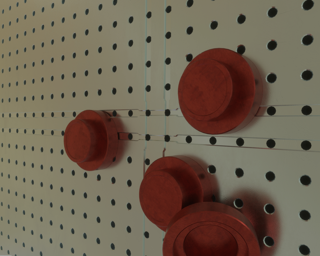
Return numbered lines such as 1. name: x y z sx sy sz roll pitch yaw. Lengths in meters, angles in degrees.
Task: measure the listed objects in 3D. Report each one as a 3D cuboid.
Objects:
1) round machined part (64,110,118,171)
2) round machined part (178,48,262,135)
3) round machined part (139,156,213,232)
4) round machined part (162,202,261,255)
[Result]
1. round machined part: -0.115 0.020 0.491 0.098 0.042 0.097 0 90 39
2. round machined part: 0.059 -0.041 0.348 0.098 0.042 0.097 0 90 39
3. round machined part: 0.012 0.084 0.386 0.098 0.042 0.097 0 90 39
4. round machined part: 0.054 0.123 0.333 0.099 0.042 0.097 2 104 9
